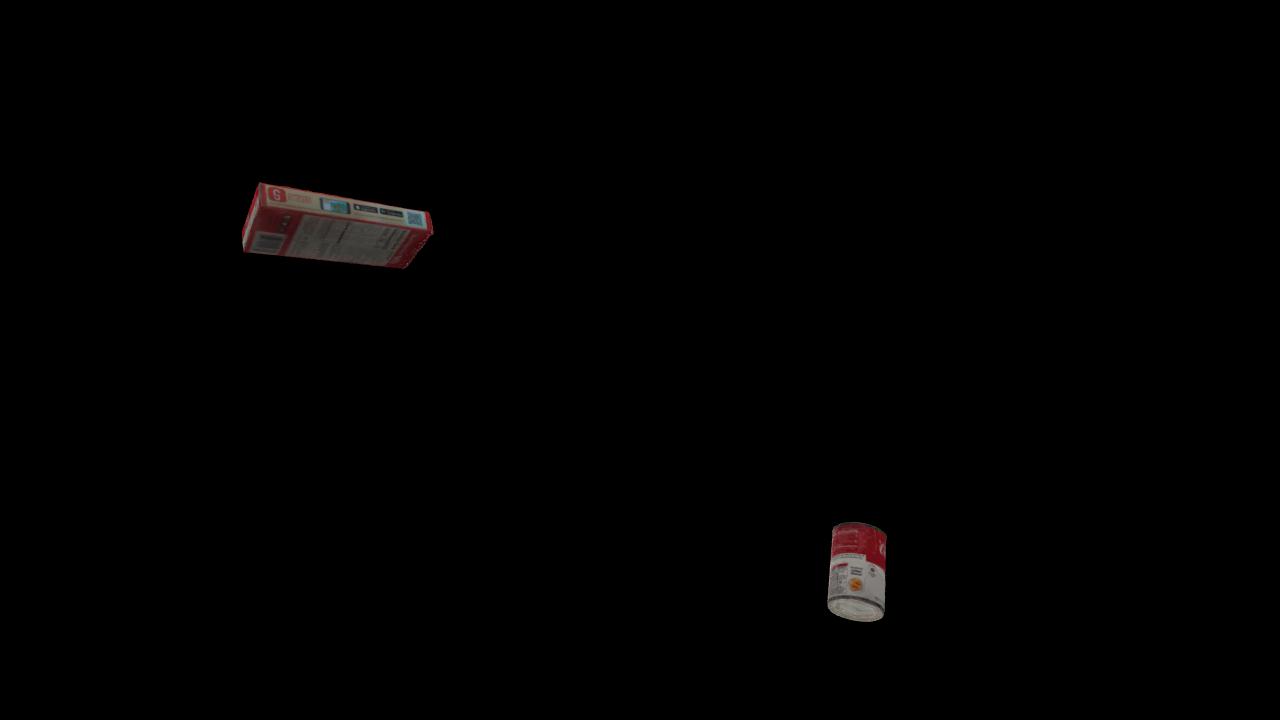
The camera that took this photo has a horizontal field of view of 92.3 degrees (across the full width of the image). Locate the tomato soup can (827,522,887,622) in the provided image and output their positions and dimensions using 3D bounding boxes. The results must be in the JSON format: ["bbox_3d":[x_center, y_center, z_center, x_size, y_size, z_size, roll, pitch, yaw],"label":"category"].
[{"bbox_3d":[0.271,0.264,0.767,0.068,0.101,0.068,12,-39,10],"label":"tomato soup can"}]

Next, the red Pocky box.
[{"bbox_3d":[-0.293,-0.126,0.602,0.155,0.028,0.083,1,-23,-43],"label":"red Pocky box"}]
